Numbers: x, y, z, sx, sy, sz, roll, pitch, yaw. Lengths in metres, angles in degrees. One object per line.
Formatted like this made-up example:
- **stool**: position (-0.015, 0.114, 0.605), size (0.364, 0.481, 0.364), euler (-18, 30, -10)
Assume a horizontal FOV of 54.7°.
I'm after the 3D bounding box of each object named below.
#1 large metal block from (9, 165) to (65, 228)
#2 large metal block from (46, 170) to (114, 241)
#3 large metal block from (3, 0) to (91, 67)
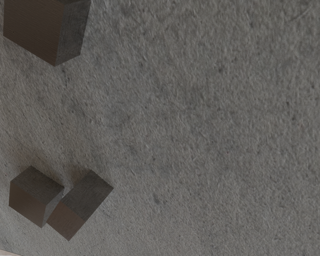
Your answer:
- **large metal block**: position (-0.238, 0.132, 0.595), size (0.080, 0.050, 0.079), euler (31, 128, 7)
- **large metal block**: position (-0.134, 0.129, 0.519), size (0.050, 0.080, 0.080), euler (40, 129, 0)
- **large metal block**: position (-0.139, -0.135, 0.378), size (0.080, 0.050, 0.079), euler (31, 128, 7)
